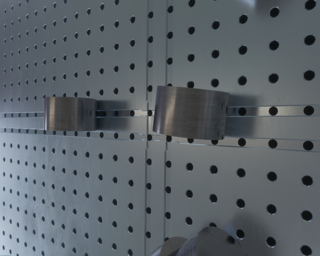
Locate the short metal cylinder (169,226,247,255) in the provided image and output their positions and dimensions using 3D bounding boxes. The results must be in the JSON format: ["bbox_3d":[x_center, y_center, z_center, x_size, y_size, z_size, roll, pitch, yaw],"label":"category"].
[{"bbox_3d":[0.054,0.154,0.329,0.050,0.081,0.080,-48,62,29],"label":"short metal cylinder"}]

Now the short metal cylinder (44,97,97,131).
[{"bbox_3d":[-0.141,-0.022,0.490,0.080,0.081,0.050,3,92,40],"label":"short metal cylinder"}]

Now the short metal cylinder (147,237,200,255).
[{"bbox_3d":[0.018,0.176,0.359,0.050,0.081,0.080,-48,62,30],"label":"short metal cylinder"}]

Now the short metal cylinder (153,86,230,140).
[{"bbox_3d":[0.034,-0.018,0.345,0.080,0.081,0.050,10,97,39],"label":"short metal cylinder"}]
